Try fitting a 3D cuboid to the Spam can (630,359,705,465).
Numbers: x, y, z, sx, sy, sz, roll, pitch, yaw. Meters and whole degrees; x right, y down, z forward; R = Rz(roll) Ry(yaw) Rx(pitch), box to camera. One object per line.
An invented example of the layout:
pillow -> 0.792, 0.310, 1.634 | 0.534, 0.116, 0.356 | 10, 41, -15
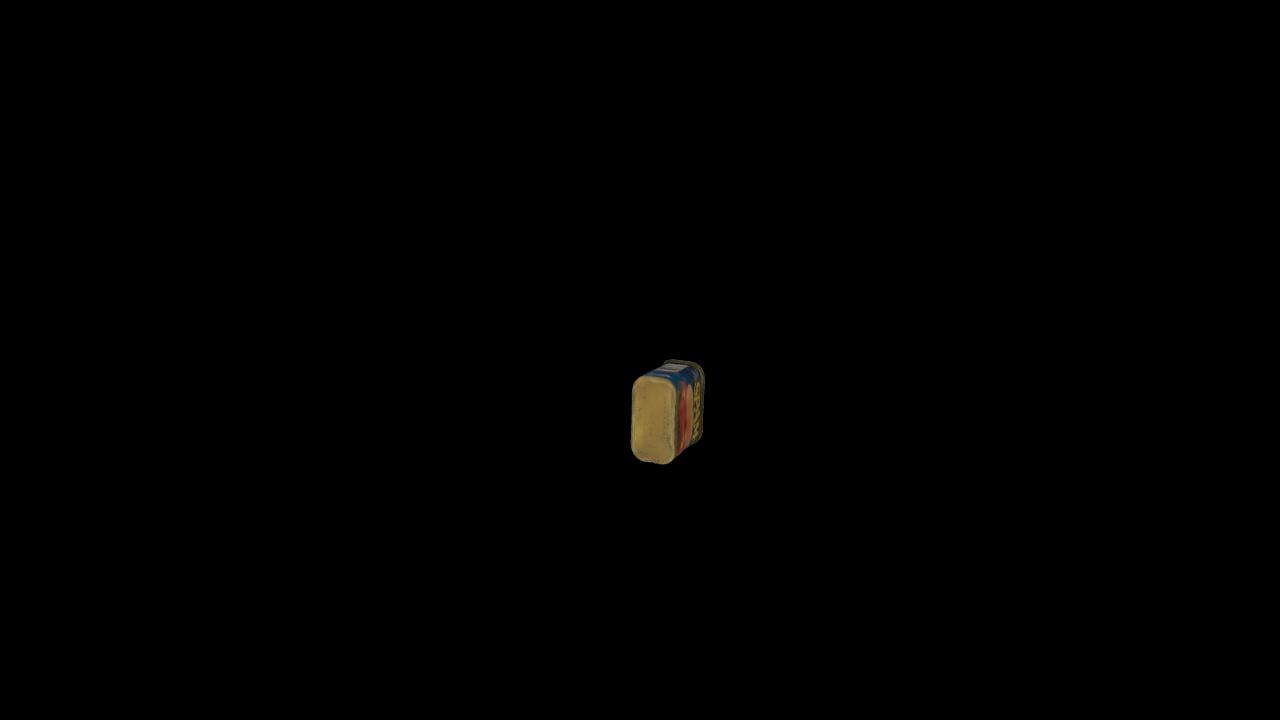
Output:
Spam can -> 0.031, 0.057, 0.690 | 0.058, 0.101, 0.085 | 6, 13, 25
